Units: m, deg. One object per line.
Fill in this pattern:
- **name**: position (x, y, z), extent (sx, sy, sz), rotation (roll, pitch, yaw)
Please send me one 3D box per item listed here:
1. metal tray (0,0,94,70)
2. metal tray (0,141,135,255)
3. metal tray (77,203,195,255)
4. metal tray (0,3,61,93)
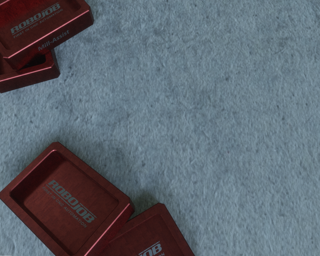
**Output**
- **metal tray**: position (-0.170, -0.150, 0.425), extent (0.131, 0.030, 0.090), rotation (-37, 74, -13)
- **metal tray**: position (-0.106, 0.084, 0.354), extent (0.130, 0.030, 0.090), rotation (32, 67, 24)
- **metal tray**: position (-0.031, 0.156, 0.348), extent (0.131, 0.030, 0.090), rotation (-29, 73, -11)
- **metal tray**: position (-0.206, -0.123, 0.447), extent (0.091, 0.030, 0.130), rotation (-17, 71, -7)
